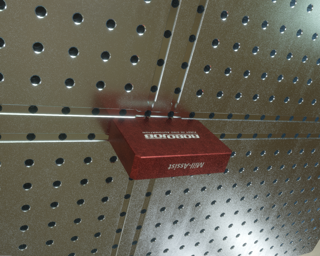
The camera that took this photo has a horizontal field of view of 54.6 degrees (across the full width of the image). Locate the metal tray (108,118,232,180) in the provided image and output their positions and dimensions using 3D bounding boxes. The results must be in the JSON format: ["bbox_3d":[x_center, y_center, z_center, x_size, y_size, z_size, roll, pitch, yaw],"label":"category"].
[{"bbox_3d":[0.012,0.022,0.388,0.131,0.090,0.030,0,119,-28],"label":"metal tray"}]
